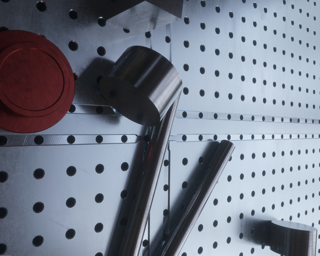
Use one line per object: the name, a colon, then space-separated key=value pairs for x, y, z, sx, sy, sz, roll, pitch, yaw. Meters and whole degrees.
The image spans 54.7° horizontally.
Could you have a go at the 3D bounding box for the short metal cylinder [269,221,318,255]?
short metal cylinder: x=0.250 y=0.209 z=0.583 sx=0.081 sy=0.080 sz=0.050 roll=11 pitch=83 yaw=-40

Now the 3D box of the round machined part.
round machined part: x=-0.126 y=-0.043 z=0.292 sx=0.099 sy=0.042 sz=0.097 roll=0 pitch=90 yaw=-40

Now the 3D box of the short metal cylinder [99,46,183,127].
short metal cylinder: x=-0.022 y=-0.046 z=0.355 sx=0.080 sy=0.080 sz=0.050 roll=48 pitch=62 yaw=-29

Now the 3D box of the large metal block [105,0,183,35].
large metal block: x=-0.017 y=-0.163 z=0.359 sx=0.050 sy=0.080 sz=0.080 roll=11 pitch=83 yaw=-40

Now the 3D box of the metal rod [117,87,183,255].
metal rod: x=-0.019 y=0.083 z=0.392 sx=0.025 sy=0.025 sz=0.299 roll=25 pitch=74 yaw=-37

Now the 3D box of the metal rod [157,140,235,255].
metal rod: x=0.033 y=0.139 z=0.436 sx=0.025 sy=0.025 sz=0.301 roll=49 pitch=61 yaw=-29
